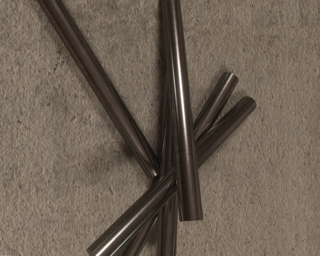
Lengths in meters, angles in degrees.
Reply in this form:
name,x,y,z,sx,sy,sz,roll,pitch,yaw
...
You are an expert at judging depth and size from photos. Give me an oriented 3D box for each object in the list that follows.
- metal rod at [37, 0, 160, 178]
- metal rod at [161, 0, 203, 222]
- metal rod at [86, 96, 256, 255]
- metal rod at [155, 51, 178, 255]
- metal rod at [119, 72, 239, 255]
name,x,y,z,sx,sy,sz,roll,pitch,yaw
metal rod,-0.081,-0.068,0.379,0.025,0.025,0.299,-34,101,-17
metal rod,0.023,-0.044,0.371,0.025,0.025,0.299,3,71,-20
metal rod,0.035,0.044,0.377,0.302,0.025,0.025,-40,104,-34
metal rod,0.013,0.043,0.393,0.025,0.025,0.298,7,80,-20
metal rod,0.026,0.052,0.419,0.025,0.025,0.300,35,79,-17
